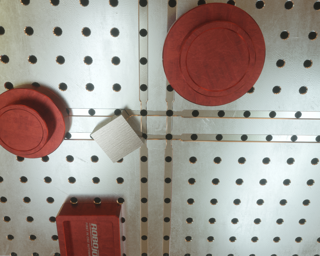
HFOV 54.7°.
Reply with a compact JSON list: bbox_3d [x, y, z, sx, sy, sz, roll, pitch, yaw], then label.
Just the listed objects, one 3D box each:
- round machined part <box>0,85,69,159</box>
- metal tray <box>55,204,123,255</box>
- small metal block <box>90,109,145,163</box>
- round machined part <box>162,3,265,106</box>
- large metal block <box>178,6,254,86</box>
[{"bbox_3d":[-0.173,-0.004,0.401,0.099,0.042,0.097,0,110,0],"label":"round machined part"},{"bbox_3d":[-0.104,0.179,0.475,0.091,0.030,0.129,0,110,0],"label":"metal tray"},{"bbox_3d":[-0.056,0.011,0.417,0.050,0.025,0.050,-33,107,11],"label":"small metal block"},{"bbox_3d":[0.051,-0.067,0.295,0.099,0.042,0.097,0,110,0],"label":"round machined part"},{"bbox_3d":[0.062,-0.089,0.351,0.050,0.080,0.080,-26,108,9],"label":"large metal block"}]
